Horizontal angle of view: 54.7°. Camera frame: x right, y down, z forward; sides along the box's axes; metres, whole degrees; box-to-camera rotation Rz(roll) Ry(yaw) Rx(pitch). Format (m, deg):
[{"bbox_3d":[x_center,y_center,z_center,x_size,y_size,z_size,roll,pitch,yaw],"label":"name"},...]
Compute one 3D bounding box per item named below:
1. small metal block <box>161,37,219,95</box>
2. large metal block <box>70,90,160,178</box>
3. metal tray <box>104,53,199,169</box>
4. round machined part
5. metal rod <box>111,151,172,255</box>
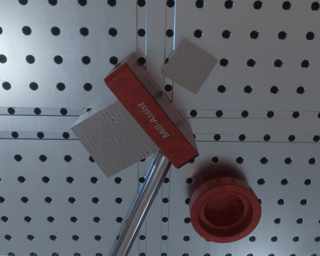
[{"bbox_3d":[0.036,-0.078,0.385,0.050,0.025,0.050,29,107,-11],"label":"small metal block"},{"bbox_3d":[-0.053,0.005,0.401,0.080,0.050,0.080,-29,108,10],"label":"large metal block"},{"bbox_3d":[-0.007,-0.023,0.370,0.030,0.090,0.130,-36,107,12],"label":"metal tray"},{"bbox_3d":[0.091,0.113,0.448,0.099,0.042,0.097,0,110,-1],"label":"round machined part"},{"bbox_3d":[-0.048,0.165,0.473,0.025,0.025,0.298,21,109,-8],"label":"metal rod"}]
